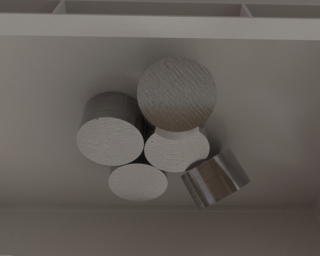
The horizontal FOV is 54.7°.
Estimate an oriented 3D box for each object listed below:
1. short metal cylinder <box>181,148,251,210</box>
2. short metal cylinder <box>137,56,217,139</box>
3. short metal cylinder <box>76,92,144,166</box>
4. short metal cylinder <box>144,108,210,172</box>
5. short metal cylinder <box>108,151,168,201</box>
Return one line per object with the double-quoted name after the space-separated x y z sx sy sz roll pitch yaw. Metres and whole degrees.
0.075 0.070 0.424 0.080 0.050 0.080 -28 168 -7 "short metal cylinder"
0.018 -0.030 0.336 0.081 0.080 0.050 -2 169 1 "short metal cylinder"
-0.060 0.002 0.391 0.081 0.050 0.079 0 130 0 "short metal cylinder"
0.021 0.012 0.401 0.081 0.050 0.079 0 130 0 "short metal cylinder"
-0.030 0.059 0.440 0.081 0.050 0.079 0 130 0 "short metal cylinder"
